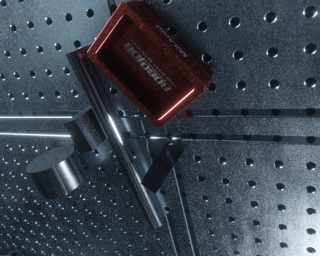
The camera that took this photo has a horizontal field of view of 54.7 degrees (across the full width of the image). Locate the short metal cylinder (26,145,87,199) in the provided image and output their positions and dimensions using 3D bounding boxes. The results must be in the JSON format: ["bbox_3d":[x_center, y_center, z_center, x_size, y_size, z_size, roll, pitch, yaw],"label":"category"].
[{"bbox_3d":[-0.167,0.070,0.505,0.080,0.080,0.050,-6,116,30],"label":"short metal cylinder"}]

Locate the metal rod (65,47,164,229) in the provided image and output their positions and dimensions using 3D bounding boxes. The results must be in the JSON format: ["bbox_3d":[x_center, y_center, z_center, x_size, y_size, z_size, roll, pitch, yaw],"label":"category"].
[{"bbox_3d":[-0.059,0.028,0.457,0.025,0.025,0.299,-9,114,32],"label":"metal rod"}]

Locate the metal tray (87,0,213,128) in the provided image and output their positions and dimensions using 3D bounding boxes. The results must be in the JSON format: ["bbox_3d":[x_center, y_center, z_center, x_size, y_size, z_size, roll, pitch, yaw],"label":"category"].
[{"bbox_3d":[-0.014,-0.073,0.368,0.130,0.030,0.090,46,129,-5],"label":"metal tray"}]

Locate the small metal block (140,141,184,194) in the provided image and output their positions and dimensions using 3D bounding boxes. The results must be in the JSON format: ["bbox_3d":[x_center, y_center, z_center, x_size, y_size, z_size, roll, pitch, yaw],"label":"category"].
[{"bbox_3d":[0.003,0.054,0.425,0.025,0.050,0.050,33,129,6],"label":"small metal block"}]

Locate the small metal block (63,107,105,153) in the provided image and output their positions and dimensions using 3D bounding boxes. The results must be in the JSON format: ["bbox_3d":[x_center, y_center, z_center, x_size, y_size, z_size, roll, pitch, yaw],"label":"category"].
[{"bbox_3d":[-0.103,0.001,0.448,0.025,0.050,0.050,-13,112,33],"label":"small metal block"}]
